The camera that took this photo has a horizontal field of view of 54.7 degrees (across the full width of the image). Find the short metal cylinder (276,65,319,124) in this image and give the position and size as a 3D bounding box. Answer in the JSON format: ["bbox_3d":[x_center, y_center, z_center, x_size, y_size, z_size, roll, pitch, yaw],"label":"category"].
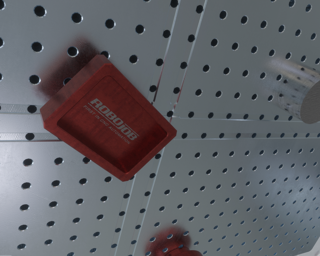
[{"bbox_3d":[0.235,-0.053,0.491,0.081,0.050,0.079,-14,124,-21],"label":"short metal cylinder"}]

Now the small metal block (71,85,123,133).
[{"bbox_3d":[-0.074,-0.022,0.358,0.050,0.025,0.050,-1,119,-28],"label":"small metal block"}]

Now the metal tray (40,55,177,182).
[{"bbox_3d":[-0.051,-0.005,0.344,0.090,0.030,0.130,-44,130,2],"label":"metal tray"}]

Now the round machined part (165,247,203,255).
[{"bbox_3d":[0.038,0.267,0.587,0.099,0.042,0.097,-14,124,-21],"label":"round machined part"}]
